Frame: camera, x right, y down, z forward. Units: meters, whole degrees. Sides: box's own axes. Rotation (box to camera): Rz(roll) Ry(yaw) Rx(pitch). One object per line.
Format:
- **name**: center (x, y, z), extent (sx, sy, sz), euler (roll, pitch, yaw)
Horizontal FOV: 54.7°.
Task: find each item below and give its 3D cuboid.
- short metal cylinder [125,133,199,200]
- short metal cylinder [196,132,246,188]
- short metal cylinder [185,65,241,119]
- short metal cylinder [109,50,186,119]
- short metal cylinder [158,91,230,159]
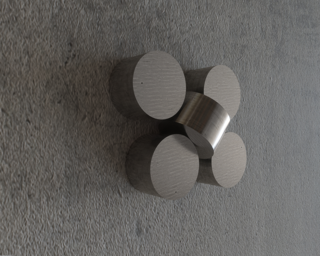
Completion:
- **short metal cylinder**: center (0.004, 0.047, 0.394), extent (0.081, 0.050, 0.079), euler (0, 90, -40)
- **short metal cylinder**: center (0.084, 0.045, 0.462), extent (0.081, 0.050, 0.079), euler (0, 90, -40)
- **short metal cylinder**: center (0.072, -0.048, 0.450), extent (0.081, 0.050, 0.079), euler (0, 90, -40)
- **short metal cylinder**: center (-0.015, -0.050, 0.378), extent (0.081, 0.050, 0.079), euler (0, 90, -40)
- **short metal cylinder**: center (0.045, -0.003, 0.411), extent (0.080, 0.080, 0.050), euler (47, 62, -30)
